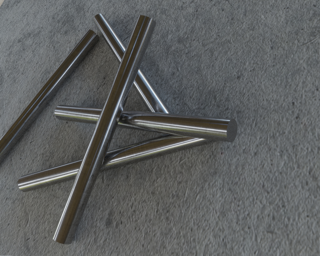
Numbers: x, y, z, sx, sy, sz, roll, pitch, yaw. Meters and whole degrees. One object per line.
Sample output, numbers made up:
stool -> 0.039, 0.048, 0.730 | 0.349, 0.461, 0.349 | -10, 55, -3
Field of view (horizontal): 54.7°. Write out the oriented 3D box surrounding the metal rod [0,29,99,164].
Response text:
metal rod -> -0.206, -0.053, 0.544 | 0.025, 0.025, 0.300 | 25, 75, 37

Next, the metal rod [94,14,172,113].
metal rod -> -0.053, -0.107, 0.497 | 0.025, 0.025, 0.300 | -36, 51, 5

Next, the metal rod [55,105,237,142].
metal rod -> -0.043, -0.011, 0.412 | 0.300, 0.025, 0.025 | 7, 65, 38

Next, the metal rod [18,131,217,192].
metal rod -> -0.064, 0.042, 0.411 | 0.301, 0.025, 0.025 | -17, 55, 18

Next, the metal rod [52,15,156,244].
metal rod -> -0.069, -0.001, 0.394 | 0.025, 0.025, 0.299 | 18, 85, 35
